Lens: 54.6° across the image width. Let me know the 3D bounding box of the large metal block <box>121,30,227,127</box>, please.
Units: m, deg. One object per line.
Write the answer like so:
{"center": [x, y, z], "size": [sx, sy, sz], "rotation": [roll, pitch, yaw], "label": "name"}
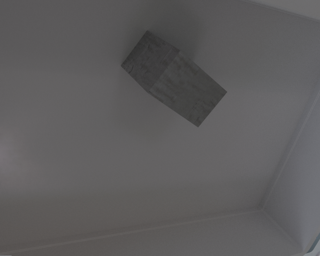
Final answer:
{"center": [0.014, -0.055, 0.346], "size": [0.080, 0.080, 0.050], "rotation": [31, 101, -38], "label": "large metal block"}
